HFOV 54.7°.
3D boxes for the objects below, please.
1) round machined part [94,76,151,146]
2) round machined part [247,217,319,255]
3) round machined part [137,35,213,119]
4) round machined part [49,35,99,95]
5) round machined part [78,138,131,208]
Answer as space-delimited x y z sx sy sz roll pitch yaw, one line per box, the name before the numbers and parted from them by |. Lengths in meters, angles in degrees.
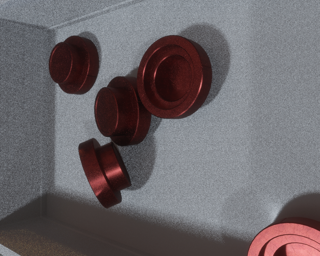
round machined part | -0.057 -0.023 0.430 0.098 0.042 0.097 9 101 52
round machined part | 0.135 0.131 0.285 0.098 0.042 0.097 0 90 40
round machined part | 0.022 -0.060 0.378 0.098 0.042 0.097 0 90 39
round machined part | -0.150 -0.106 0.520 0.098 0.042 0.097 0 90 40
round machined part | -0.073 0.058 0.433 0.042 0.098 0.098 -24 71 -4
